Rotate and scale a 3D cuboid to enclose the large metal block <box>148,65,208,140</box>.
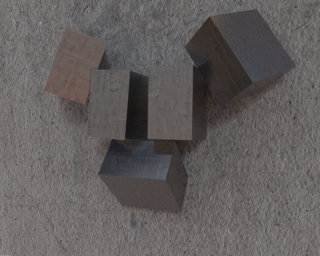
[{"bbox_3d":[0.024,-0.027,0.372,0.050,0.080,0.079,1,90,20],"label":"large metal block"}]

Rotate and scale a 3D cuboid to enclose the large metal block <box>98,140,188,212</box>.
[{"bbox_3d":[-0.016,0.059,0.379,0.080,0.080,0.050,1,51,20],"label":"large metal block"}]

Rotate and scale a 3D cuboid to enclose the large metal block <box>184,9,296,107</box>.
[{"bbox_3d":[0.088,-0.079,0.343,0.080,0.081,0.050,61,144,10],"label":"large metal block"}]

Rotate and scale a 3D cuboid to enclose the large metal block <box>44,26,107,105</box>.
[{"bbox_3d":[-0.111,-0.083,0.409,0.050,0.080,0.080,19,98,-18],"label":"large metal block"}]

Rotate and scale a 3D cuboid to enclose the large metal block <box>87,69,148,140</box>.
[{"bbox_3d":[-0.047,-0.028,0.397,0.050,0.080,0.079,5,92,19],"label":"large metal block"}]
